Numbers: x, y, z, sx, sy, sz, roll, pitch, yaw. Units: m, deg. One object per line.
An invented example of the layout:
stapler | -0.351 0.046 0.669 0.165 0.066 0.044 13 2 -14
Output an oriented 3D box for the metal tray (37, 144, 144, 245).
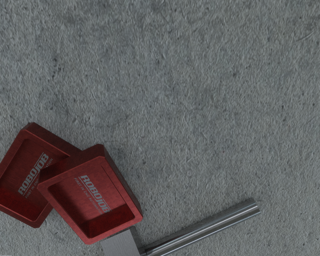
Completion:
metal tray | -0.089 0.093 0.417 0.090 0.030 0.129 -25 123 -1

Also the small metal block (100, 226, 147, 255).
small metal block | -0.054 0.183 0.465 0.050 0.025 0.050 -26 79 9

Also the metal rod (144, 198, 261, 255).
metal rod | 0.011 0.182 0.477 0.301 0.025 0.025 -28 108 9

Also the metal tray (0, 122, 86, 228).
metal tray | -0.174 0.068 0.429 0.090 0.030 0.129 34 106 -12
